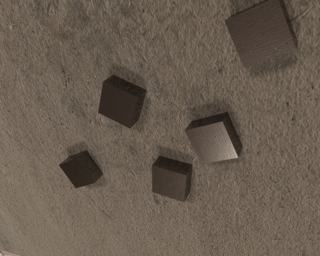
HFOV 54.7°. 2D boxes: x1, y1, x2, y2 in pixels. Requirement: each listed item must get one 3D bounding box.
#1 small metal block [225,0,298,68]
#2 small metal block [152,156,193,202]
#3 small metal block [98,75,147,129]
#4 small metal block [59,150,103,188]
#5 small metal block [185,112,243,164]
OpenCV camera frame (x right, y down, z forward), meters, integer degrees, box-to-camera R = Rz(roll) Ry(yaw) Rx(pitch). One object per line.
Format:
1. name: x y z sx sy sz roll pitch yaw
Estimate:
1. small metal block: 0.098 -0.093 0.298 0.050 0.025 0.050 -16 110 34
2. small metal block: 0.017 0.072 0.441 0.050 0.025 0.050 14 124 20
3. small metal block: -0.051 -0.035 0.410 0.050 0.025 0.050 26 128 11
4. small metal block: -0.132 0.069 0.517 0.050 0.025 0.050 -21 108 35
5. small metal block: 0.066 0.013 0.379 0.050 0.025 0.050 -15 111 34
